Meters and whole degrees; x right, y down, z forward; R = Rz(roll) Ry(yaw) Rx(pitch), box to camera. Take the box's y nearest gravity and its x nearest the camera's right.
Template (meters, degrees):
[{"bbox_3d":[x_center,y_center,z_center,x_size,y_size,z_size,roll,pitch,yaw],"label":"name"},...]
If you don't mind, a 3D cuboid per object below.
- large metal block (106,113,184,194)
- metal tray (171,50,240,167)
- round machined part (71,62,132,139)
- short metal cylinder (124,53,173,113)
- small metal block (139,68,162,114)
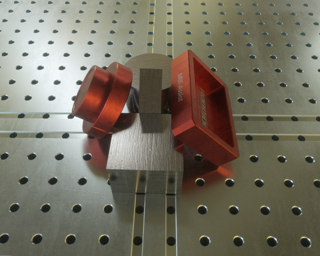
[{"bbox_3d":[-0.014,0.029,0.366,0.080,0.050,0.080,2,50,1],"label":"large metal block"},{"bbox_3d":[0.055,-0.027,0.390,0.030,0.090,0.130,-30,40,32],"label":"metal tray"},{"bbox_3d":[-0.077,-0.039,0.387,0.042,0.098,0.098,24,45,-24],"label":"round machined part"},{"bbox_3d":[-0.011,-0.062,0.442,0.080,0.050,0.080,0,50,0],"label":"short metal cylinder"},{"bbox_3d":[-0.012,-0.043,0.372,0.025,0.050,0.050,2,92,-2],"label":"small metal block"}]
